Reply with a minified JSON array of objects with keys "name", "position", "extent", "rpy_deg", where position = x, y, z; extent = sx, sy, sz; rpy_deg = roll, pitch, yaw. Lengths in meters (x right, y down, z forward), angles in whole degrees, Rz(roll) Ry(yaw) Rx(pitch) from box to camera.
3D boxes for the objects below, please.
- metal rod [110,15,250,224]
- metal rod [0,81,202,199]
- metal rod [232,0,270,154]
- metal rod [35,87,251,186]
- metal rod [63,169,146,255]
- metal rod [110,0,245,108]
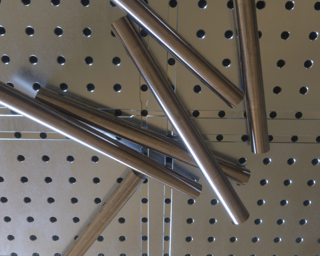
[{"name":"metal rod","position":[0.031,-0.002,0.393],"extent":[0.025,0.025,0.299],"rpy_deg":[-31,100,10]},{"name":"metal rod","position":[-0.073,0.022,0.404],"extent":[0.301,0.025,0.025],"rpy_deg":[29,108,-17]},{"name":"metal rod","position":[0.106,-0.107,0.374],"extent":[0.025,0.025,0.298],"rpy_deg":[-11,110,4]},{"name":"metal rod","position":[-0.017,0.014,0.418],"extent":[0.301,0.025,0.025],"rpy_deg":[22,109,-8]},{"name":"metal rod","position":[-0.118,0.177,0.477],"extent":[0.025,0.025,0.299],"rpy_deg":[34,106,-12]},{"name":"metal rod","position":[-0.014,-0.128,0.366],"extent":[0.301,0.025,0.025],"rpy_deg":[39,105,-13]}]
